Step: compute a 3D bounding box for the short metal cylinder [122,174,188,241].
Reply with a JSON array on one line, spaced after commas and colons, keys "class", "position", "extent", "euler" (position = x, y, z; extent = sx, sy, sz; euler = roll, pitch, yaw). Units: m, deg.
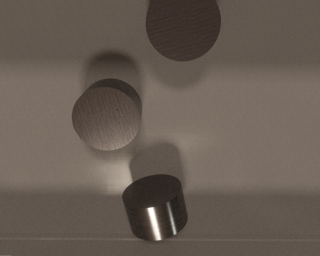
[{"class": "short metal cylinder", "position": [-0.006, 0.105, 0.421], "extent": [0.080, 0.080, 0.050], "euler": [-11, 110, 3]}]

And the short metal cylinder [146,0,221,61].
[{"class": "short metal cylinder", "position": [0.025, -0.120, 0.354], "extent": [0.081, 0.050, 0.079], "euler": [0, 110, -1]}]

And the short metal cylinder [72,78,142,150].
[{"class": "short metal cylinder", "position": [-0.064, -0.018, 0.390], "extent": [0.081, 0.050, 0.079], "euler": [0, 110, -1]}]
